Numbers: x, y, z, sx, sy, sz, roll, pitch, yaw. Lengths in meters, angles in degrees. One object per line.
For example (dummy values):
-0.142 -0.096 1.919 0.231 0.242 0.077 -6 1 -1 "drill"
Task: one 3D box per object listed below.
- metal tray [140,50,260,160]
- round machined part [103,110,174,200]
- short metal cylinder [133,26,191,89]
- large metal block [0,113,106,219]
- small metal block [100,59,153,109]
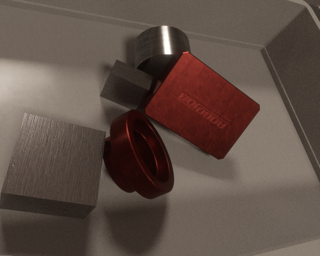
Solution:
0.053 -0.028 0.400 0.131 0.090 0.030 32 8 -20 "metal tray"
-0.027 0.032 0.341 0.098 0.042 0.098 55 19 -28 "round machined part"
0.004 -0.094 0.432 0.081 0.080 0.050 9 58 -24 "short metal cylinder"
-0.104 0.040 0.310 0.081 0.050 0.080 14 56 -21 "large metal block"
-0.044 -0.054 0.400 0.050 0.050 0.025 23 53 -15 "small metal block"
